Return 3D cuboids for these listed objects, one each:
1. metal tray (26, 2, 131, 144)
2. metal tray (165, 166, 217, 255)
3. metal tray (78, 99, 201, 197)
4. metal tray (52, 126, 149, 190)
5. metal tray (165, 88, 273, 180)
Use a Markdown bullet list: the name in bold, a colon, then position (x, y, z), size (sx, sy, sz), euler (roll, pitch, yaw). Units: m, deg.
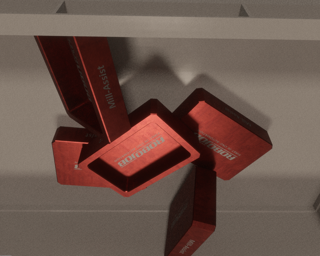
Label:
- **metal tray**: position (-0.081, -0.054, 0.320), size (0.030, 0.090, 0.129), euler (-37, 136, -28)
- **metal tray**: position (0.042, 0.127, 0.444), size (0.030, 0.090, 0.129), euler (16, 136, -6)
- **metal tray**: position (-0.027, 0.031, 0.391), size (0.130, 0.030, 0.090), euler (-33, 123, 24)
- **metal tray**: position (-0.080, 0.045, 0.443), size (0.131, 0.030, 0.089), euler (5, 130, -5)
- **metal tray**: position (0.073, 0.014, 0.419), size (0.131, 0.030, 0.090), euler (29, 124, -23)
